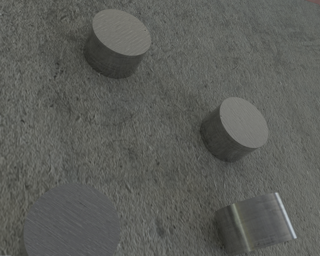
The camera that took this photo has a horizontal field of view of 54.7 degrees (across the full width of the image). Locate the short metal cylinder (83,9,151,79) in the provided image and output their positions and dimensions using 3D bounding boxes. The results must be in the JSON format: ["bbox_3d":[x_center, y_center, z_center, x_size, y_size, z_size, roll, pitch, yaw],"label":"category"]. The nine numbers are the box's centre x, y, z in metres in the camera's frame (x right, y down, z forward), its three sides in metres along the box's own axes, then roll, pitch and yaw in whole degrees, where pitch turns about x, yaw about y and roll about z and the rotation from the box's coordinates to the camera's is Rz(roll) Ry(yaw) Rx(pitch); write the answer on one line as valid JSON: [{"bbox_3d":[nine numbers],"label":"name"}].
[{"bbox_3d":[-0.059,-0.115,0.426,0.081,0.050,0.080,14,56,-21],"label":"short metal cylinder"}]

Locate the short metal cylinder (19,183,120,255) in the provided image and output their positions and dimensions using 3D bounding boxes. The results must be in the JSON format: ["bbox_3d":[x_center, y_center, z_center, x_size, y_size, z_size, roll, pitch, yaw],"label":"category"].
[{"bbox_3d":[-0.083,0.097,0.284,0.081,0.050,0.080,14,56,-21],"label":"short metal cylinder"}]

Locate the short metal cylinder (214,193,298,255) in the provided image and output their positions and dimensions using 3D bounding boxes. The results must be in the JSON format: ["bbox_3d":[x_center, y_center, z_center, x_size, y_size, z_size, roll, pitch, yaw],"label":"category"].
[{"bbox_3d":[0.109,0.112,0.359,0.081,0.080,0.050,-2,63,-29],"label":"short metal cylinder"}]

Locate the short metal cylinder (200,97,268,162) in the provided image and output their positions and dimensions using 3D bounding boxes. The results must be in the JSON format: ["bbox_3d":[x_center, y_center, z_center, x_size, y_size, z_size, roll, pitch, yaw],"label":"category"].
[{"bbox_3d":[0.105,0.003,0.442,0.081,0.050,0.080,14,56,-21],"label":"short metal cylinder"}]
